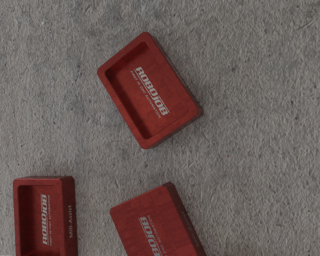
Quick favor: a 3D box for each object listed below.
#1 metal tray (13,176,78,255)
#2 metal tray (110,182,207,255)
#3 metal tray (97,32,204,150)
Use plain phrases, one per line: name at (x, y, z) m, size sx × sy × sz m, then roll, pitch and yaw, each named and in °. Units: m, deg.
metal tray at (-0.173, 0.139, 0.467) m, size 0.090 × 0.030 × 0.129 m, roll -3°, pitch 89°, yaw 19°
metal tray at (0.000, 0.148, 0.406) m, size 0.090 × 0.030 × 0.130 m, roll -28°, pitch 81°, yaw 17°
metal tray at (-0.015, -0.048, 0.411) m, size 0.090 × 0.030 × 0.130 m, roll -35°, pitch 79°, yaw 16°
